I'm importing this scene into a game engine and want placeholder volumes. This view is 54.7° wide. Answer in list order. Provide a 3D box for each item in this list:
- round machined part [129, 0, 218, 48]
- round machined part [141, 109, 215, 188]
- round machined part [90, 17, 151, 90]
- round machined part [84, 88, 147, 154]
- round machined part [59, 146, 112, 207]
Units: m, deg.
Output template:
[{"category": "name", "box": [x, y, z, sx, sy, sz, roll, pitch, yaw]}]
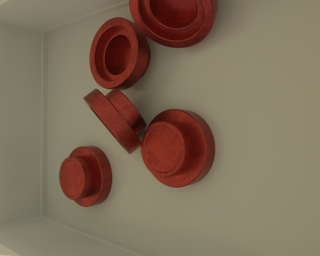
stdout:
[{"category": "round machined part", "box": [0.018, -0.145, 0.358, 0.098, 0.098, 0.042, -13, 44, 39]}, {"category": "round machined part", "box": [0.015, 0.025, 0.384, 0.098, 0.042, 0.097, 0, 90, 40]}, {"category": "round machined part", "box": [-0.052, -0.102, 0.438, 0.098, 0.042, 0.097, -1, 88, 40]}, {"category": "round machined part", "box": [-0.055, -0.015, 0.418, 0.042, 0.098, 0.098, -40, 59, -9]}, {"category": "round machined part", "box": [-0.126, 0.079, 0.500, 0.098, 0.042, 0.097, 0, 90, 40]}]
